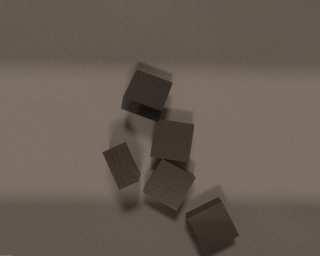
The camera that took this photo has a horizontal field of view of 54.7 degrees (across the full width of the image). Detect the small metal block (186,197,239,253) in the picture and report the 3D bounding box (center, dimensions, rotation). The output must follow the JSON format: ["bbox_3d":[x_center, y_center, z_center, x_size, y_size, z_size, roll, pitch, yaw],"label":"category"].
[{"bbox_3d":[0.069,0.128,0.412,0.050,0.025,0.050,-27,90,-1],"label":"small metal block"}]

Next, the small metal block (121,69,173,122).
[{"bbox_3d":[-0.016,-0.042,0.399,0.050,0.025,0.050,20,56,-1],"label":"small metal block"}]

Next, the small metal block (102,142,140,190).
[{"bbox_3d":[-0.048,0.047,0.398,0.025,0.050,0.050,-24,90,0],"label":"small metal block"}]

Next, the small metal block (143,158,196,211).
[{"bbox_3d":[0.012,0.073,0.412,0.050,0.025,0.050,30,90,-1],"label":"small metal block"}]

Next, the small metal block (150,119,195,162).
[{"bbox_3d":[0.016,0.016,0.412,0.050,0.025,0.050,9,90,-1],"label":"small metal block"}]
